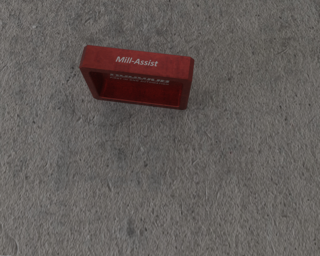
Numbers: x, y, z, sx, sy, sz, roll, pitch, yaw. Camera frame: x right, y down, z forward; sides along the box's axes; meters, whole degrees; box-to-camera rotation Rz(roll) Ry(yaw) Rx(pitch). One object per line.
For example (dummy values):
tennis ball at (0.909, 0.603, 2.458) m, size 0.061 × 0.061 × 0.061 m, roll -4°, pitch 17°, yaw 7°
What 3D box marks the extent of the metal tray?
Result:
metal tray at (-0.026, -0.061, 0.395) m, size 0.131 × 0.090 × 0.030 m, roll 7°, pitch 70°, yaw 2°
